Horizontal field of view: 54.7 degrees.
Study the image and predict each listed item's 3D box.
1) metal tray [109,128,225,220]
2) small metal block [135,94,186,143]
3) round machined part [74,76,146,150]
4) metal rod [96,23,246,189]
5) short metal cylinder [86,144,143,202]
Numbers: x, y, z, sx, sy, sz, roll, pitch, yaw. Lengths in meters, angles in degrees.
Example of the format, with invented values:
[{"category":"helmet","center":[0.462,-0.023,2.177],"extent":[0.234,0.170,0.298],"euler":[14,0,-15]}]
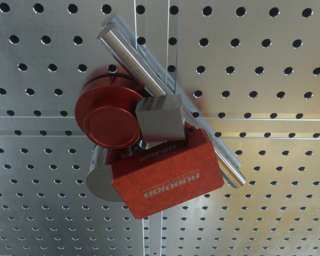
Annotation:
[{"category":"metal tray","center":[0.012,0.063,0.407],"extent":[0.131,0.030,0.090],"euler":[-22,128,1]},{"category":"small metal block","center":[0.003,-0.010,0.367],"extent":[0.050,0.025,0.050],"euler":[-4,133,10]},{"category":"round machined part","center":[-0.057,-0.011,0.384],"extent":[0.099,0.042,0.097],"euler":[0,130,1]},{"category":"metal rod","center":[0.032,-0.009,0.400],"extent":[0.025,0.025,0.300],"euler":[-29,125,22]},{"category":"short metal cylinder","center":[-0.060,0.061,0.441],"extent":[0.081,0.050,0.079],"euler":[0,130,0]}]
